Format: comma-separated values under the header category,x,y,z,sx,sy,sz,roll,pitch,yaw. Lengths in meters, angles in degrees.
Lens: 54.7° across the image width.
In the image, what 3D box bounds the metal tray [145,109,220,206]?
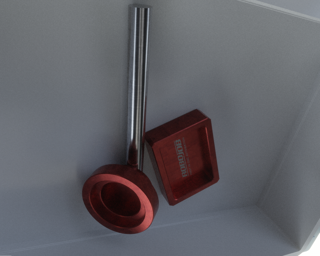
category,x,y,z,sx,sy,sz,roll,pitch,yaw
metal tray,0.036,0.046,0.455,0.091,0.030,0.129,-25,128,-13

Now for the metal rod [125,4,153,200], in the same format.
category,x,y,z,sx,sy,sz,roll,pitch,yaw
metal rod,-0.031,0.003,0.394,0.025,0.025,0.298,-10,123,-24

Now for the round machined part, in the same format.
category,x,y,z,sx,sy,sz,roll,pitch,yaw
round machined part,-0.048,0.087,0.405,0.098,0.042,0.097,9,120,16
